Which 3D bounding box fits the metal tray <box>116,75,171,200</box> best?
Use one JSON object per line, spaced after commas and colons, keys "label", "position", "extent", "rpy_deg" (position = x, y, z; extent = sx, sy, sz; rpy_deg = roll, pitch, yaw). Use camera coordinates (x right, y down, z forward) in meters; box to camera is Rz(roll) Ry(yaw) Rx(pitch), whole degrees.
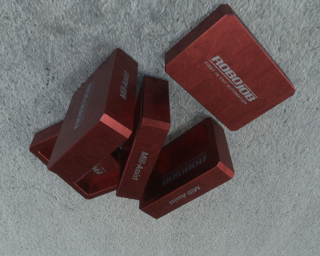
{"label": "metal tray", "position": [-0.022, 0.014, 0.377], "extent": [0.030, 0.090, 0.129], "rpy_deg": [13, 129, -11]}

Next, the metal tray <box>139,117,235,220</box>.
{"label": "metal tray", "position": [0.030, 0.053, 0.412], "extent": [0.130, 0.090, 0.030], "rpy_deg": [-36, 122, 26]}

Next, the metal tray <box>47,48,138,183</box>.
{"label": "metal tray", "position": [-0.066, -0.018, 0.324], "extent": [0.030, 0.130, 0.090], "rpy_deg": [36, 121, -27]}

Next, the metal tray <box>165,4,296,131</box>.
{"label": "metal tray", "position": [0.080, -0.061, 0.354], "extent": [0.090, 0.030, 0.130], "rpy_deg": [-37, 122, 26]}

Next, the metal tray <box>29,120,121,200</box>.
{"label": "metal tray", "position": [-0.105, 0.044, 0.442], "extent": [0.090, 0.030, 0.130], "rpy_deg": [-23, 127, 18]}
